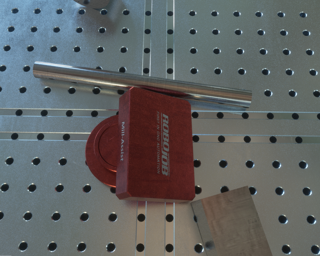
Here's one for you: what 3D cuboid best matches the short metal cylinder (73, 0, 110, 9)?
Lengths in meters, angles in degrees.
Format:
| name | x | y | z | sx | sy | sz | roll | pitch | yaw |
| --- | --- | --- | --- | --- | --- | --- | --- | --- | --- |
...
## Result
| name | x | y | z | sx | sy | sz | roll | pitch | yaw |
| --- | --- | --- | --- | --- | --- | --- | --- | --- | --- |
| short metal cylinder | -0.106 | -0.228 | 0.465 | 0.080 | 0.080 | 0.050 | 15 | 71 | 5 |

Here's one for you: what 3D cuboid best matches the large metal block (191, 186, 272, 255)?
| name | x | y | z | sx | sy | sz | roll | pitch | yaw |
| --- | --- | --- | --- | --- | --- | --- | --- | --- | --- |
| large metal block | 0.075 | 0.112 | 0.339 | 0.050 | 0.080 | 0.080 | -15 | 75 | -5 |

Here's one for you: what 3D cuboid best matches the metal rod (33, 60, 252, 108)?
| name | x | y | z | sx | sy | sz | roll | pitch | yaw |
| --- | --- | --- | --- | --- | --- | --- | --- | --- | --- |
| metal rod | -0.026 | -0.061 | 0.433 | 0.302 | 0.025 | 0.025 | 8 | 70 | 3 |

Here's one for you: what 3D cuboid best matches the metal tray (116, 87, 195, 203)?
| name | x | y | z | sx | sy | sz | roll | pitch | yaw |
| --- | --- | --- | --- | --- | --- | --- | --- | --- | --- |
| metal tray | -0.004 | 0.022 | 0.378 | 0.091 | 0.030 | 0.130 | 11 | 67 | -30 |

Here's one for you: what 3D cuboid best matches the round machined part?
| name | x | y | z | sx | sy | sz | roll | pitch | yaw |
| --- | --- | --- | --- | --- | --- | --- | --- | --- | --- |
| round machined part | -0.046 | 0.026 | 0.393 | 0.099 | 0.042 | 0.098 | 0 | 70 | 0 |
